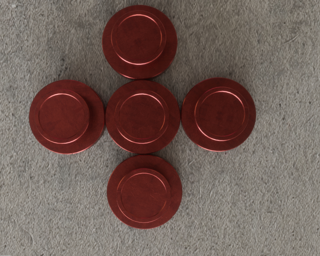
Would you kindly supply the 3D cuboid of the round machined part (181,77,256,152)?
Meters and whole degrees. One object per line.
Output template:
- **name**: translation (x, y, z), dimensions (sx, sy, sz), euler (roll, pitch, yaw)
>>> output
- **round machined part**: translation (0.077, -0.018, 0.404), dimensions (0.099, 0.042, 0.097), euler (0, 90, -1)

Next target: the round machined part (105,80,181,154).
- **round machined part**: translation (-0.022, -0.014, 0.402), dimensions (0.099, 0.042, 0.097), euler (0, 90, -1)

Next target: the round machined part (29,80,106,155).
- **round machined part**: translation (-0.121, -0.014, 0.401), dimensions (0.099, 0.042, 0.097), euler (0, 90, -1)

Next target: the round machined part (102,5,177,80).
- **round machined part**: translation (-0.027, -0.112, 0.402), dimensions (0.099, 0.042, 0.097), euler (0, 90, -1)

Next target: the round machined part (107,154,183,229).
- **round machined part**: translation (-0.020, 0.083, 0.402), dimensions (0.099, 0.042, 0.097), euler (0, 90, -1)
